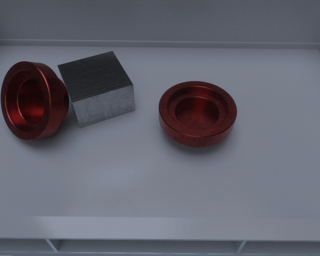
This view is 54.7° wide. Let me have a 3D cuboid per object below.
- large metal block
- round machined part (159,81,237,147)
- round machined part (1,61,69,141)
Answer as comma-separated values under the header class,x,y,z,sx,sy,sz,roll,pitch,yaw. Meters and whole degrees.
class,x,y,z,sx,sy,sz,roll,pitch,yaw
large metal block,-0.088,-0.056,0.434,0.081,0.050,0.080,-19,53,-16
round machined part,0.047,-0.014,0.406,0.099,0.042,0.098,0,50,0
round machined part,-0.156,-0.034,0.397,0.098,0.097,0.042,34,21,25
